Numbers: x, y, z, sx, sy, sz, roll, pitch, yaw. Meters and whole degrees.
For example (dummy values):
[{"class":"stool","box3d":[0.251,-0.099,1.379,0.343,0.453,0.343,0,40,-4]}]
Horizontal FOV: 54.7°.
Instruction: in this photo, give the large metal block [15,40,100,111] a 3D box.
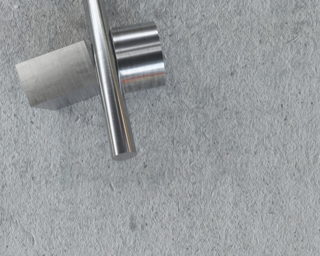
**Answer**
[{"class":"large metal block","box3d":[-0.113,-0.060,0.382,0.080,0.080,0.050,-20,90,0]}]

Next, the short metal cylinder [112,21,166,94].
[{"class":"short metal cylinder","box3d":[-0.026,-0.086,0.381,0.050,0.080,0.080,-11,90,-3]}]

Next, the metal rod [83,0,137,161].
[{"class":"metal rod","box3d":[-0.069,-0.107,0.358,0.025,0.025,0.299,-14,69,0]}]
